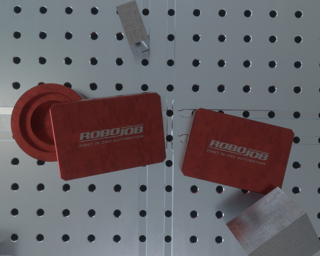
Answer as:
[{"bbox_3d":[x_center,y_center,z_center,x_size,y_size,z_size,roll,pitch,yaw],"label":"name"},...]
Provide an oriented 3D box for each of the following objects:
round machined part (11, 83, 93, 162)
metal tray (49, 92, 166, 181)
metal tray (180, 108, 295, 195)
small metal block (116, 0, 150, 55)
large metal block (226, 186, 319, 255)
[{"bbox_3d":[-0.136,-0.007,0.404,0.099,0.042,0.097,0,90,0],"label":"round machined part"},{"bbox_3d":[-0.062,0.007,0.383,0.131,0.030,0.089,-9,101,-19],"label":"metal tray"},{"bbox_3d":[0.100,0.031,0.411,0.131,0.030,0.090,13,90,0],"label":"metal tray"},{"bbox_3d":[-0.033,-0.128,0.400,0.025,0.050,0.050,-20,90,0],"label":"small metal block"},{"bbox_3d":[0.142,0.134,0.385,0.080,0.050,0.080,-36,121,0],"label":"large metal block"}]
